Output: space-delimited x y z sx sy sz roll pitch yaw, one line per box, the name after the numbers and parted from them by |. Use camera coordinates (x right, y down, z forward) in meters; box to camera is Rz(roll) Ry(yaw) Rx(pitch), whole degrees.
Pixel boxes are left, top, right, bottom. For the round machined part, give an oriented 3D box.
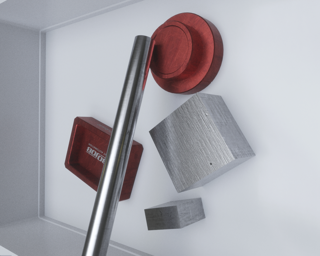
0.023 -0.091 0.375 0.098 0.042 0.097 0 90 39 | round machined part

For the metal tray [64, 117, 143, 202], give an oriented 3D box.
-0.091 0.044 0.475 0.130 0.030 0.089 26 106 36 | metal tray

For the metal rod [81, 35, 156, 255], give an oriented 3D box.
-0.049 0.040 0.340 0.025 0.025 0.299 4 77 39 | metal rod

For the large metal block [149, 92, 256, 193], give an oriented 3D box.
0.045 0.017 0.352 0.080 0.050 0.080 -39 67 33 | large metal block

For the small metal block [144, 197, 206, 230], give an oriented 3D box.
0.018 0.104 0.374 0.050 0.050 0.025 -18 79 38 | small metal block
